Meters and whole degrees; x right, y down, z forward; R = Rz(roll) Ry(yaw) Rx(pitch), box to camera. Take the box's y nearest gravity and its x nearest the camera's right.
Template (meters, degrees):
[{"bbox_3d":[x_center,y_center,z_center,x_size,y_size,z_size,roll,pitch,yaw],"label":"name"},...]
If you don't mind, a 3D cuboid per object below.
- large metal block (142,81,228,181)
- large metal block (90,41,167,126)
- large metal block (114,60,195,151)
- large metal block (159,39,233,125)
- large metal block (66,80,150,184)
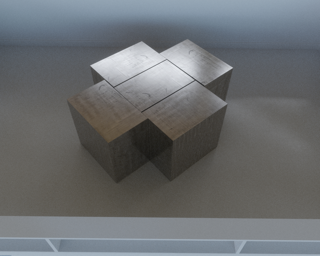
[{"bbox_3d":[0.027,0.004,0.366,0.080,0.080,0.050,-33,58,-25],"label":"large metal block"},{"bbox_3d":[-0.039,-0.056,0.414,0.080,0.080,0.050,-33,58,-25],"label":"large metal block"},{"bbox_3d":[-0.006,-0.026,0.390,0.080,0.080,0.050,-33,58,-25],"label":"large metal block"},{"bbox_3d":[0.044,-0.059,0.419,0.050,0.080,0.080,-34,58,-25],"label":"large metal block"},{"bbox_3d":[-0.058,0.004,0.364,0.050,0.080,0.080,-34,58,-25],"label":"large metal block"}]
